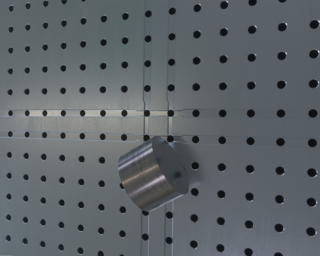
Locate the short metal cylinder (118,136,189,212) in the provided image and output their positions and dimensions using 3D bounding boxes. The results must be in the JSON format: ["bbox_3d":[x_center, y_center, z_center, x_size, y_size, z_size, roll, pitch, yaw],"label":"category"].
[{"bbox_3d":[-0.007,0.057,0.386,0.050,0.080,0.080,-31,80,17],"label":"short metal cylinder"}]
